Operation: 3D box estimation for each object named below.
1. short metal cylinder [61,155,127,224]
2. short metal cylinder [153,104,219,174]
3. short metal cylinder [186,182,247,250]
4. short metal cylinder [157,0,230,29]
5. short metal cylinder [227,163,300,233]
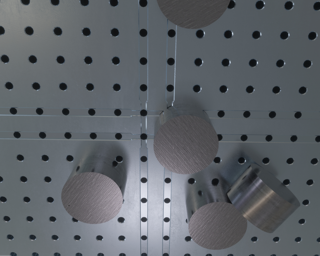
[{"bbox_3d":[-0.089,0.085,0.430,0.081,0.050,0.079,0,110,0],"label":"short metal cylinder"},{"bbox_3d":[0.032,0.013,0.405,0.081,0.050,0.079,0,110,0],"label":"short metal cylinder"},{"bbox_3d":[0.079,0.126,0.447,0.081,0.050,0.079,0,110,0],"label":"short metal cylinder"},{"bbox_3d":[0.035,-0.153,0.344,0.081,0.050,0.079,0,110,0],"label":"short metal cylinder"},{"bbox_3d":[0.139,0.093,0.420,0.080,0.080,0.050,33,107,-12],"label":"short metal cylinder"}]
